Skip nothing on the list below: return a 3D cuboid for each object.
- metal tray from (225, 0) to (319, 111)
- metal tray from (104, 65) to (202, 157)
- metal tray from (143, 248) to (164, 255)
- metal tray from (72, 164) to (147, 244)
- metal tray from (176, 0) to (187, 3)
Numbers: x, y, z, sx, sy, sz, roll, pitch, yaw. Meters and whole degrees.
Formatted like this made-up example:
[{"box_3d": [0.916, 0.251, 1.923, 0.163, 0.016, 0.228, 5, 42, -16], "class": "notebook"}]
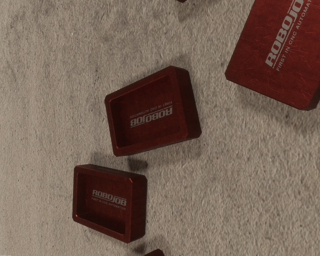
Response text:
[{"box_3d": [0.128, -0.092, 0.295, 0.090, 0.030, 0.129, 32, 109, 35], "class": "metal tray"}, {"box_3d": [-0.015, -0.017, 0.411, 0.130, 0.030, 0.090, -18, 79, 38], "class": "metal tray"}, {"box_3d": [-0.009, 0.239, 0.408, 0.090, 0.030, 0.130, -40, 66, 32], "class": "metal tray"}, {"box_3d": [-0.079, 0.108, 0.464, 0.130, 0.030, 0.089, 4, 93, 39], "class": "metal tray"}, {"box_3d": [0.034, -0.232, 0.371, 0.090, 0.030, 0.129, -22, 76, 37], "class": "metal tray"}]
